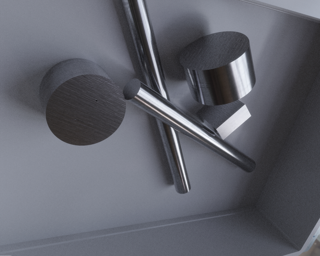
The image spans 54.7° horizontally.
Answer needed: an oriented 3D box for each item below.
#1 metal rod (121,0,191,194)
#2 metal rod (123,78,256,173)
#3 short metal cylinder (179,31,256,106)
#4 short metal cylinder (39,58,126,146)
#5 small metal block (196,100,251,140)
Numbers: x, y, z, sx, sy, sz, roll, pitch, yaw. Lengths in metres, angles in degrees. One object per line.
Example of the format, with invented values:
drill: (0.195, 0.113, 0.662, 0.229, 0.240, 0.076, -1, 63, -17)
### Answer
metal rod: (0.004, -0.021, 0.399, 0.025, 0.025, 0.298, -26, 128, -13)
metal rod: (0.062, 0.012, 0.429, 0.025, 0.025, 0.301, -52, 136, 8)
short metal cylinder: (0.069, -0.072, 0.368, 0.080, 0.080, 0.050, -31, 129, -8)
short metal cylinder: (-0.083, -0.028, 0.331, 0.081, 0.050, 0.079, -14, 125, -21)
small metal block: (0.088, -0.019, 0.431, 0.050, 0.050, 0.025, -41, 130, -1)
